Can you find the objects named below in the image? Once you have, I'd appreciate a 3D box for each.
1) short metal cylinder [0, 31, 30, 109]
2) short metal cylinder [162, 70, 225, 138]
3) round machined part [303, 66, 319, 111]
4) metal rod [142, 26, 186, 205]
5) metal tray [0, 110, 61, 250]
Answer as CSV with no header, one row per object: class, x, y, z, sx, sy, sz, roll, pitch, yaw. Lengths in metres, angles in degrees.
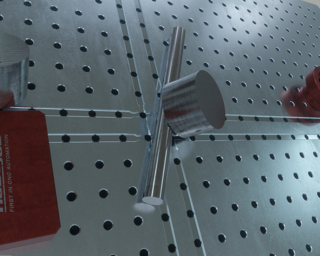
short metal cylinder,-0.178,-0.062,0.317,0.081,0.050,0.080,14,35,-10
short metal cylinder,0.046,-0.031,0.415,0.080,0.050,0.080,29,52,-47
round machined part,0.327,-0.071,0.616,0.099,0.042,0.098,14,56,-21
metal rod,0.012,-0.039,0.437,0.025,0.025,0.300,21,54,-16
metal tray,-0.152,0.046,0.295,0.091,0.030,0.130,-3,63,-30
